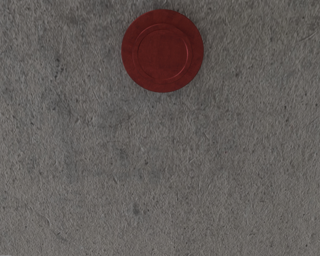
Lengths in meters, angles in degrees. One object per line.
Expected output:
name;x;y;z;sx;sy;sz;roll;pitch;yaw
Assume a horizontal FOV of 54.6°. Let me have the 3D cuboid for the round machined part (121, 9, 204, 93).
round machined part;0.003;-0.089;0.368;0.099;0.042;0.097;0;110;0
